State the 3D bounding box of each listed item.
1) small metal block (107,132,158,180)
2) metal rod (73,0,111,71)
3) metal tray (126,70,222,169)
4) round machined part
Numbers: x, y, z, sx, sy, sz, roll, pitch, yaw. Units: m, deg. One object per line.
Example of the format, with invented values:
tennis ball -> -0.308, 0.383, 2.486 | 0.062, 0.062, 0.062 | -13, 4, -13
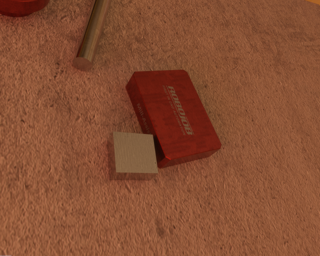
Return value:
small metal block -> -0.033, 0.034, 0.365 | 0.050, 0.025, 0.050 | 5, 59, -26
metal rod -> -0.087, -0.207, 0.482 | 0.025, 0.025, 0.300 | 18, 55, -18
metal tray -> 0.017, -0.017, 0.420 | 0.091, 0.030, 0.130 | -9, 66, -32
round machined part -> -0.193, -0.184, 0.401 | 0.099, 0.042, 0.098 | 14, 56, -21
